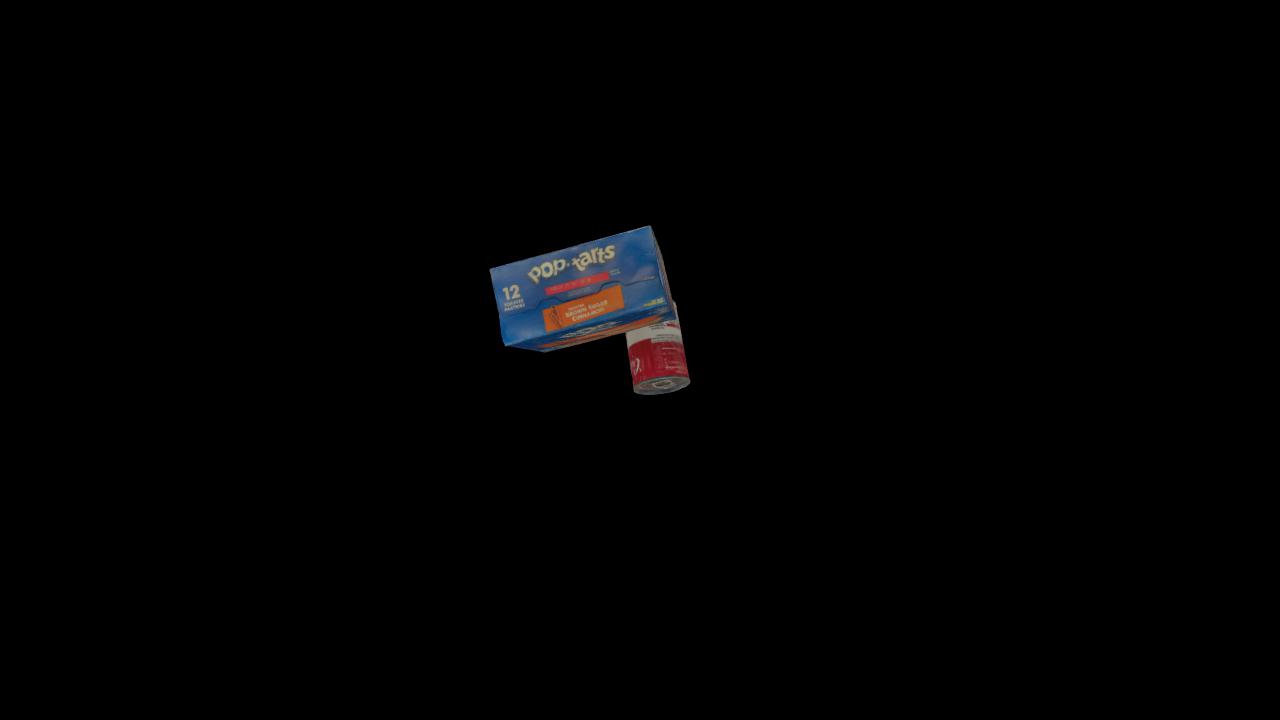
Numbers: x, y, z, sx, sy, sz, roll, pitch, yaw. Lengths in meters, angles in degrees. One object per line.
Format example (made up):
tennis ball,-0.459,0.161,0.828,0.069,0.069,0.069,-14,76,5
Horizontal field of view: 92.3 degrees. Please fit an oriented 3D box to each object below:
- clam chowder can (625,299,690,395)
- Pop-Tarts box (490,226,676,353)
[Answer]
clam chowder can,0.018,-0.017,0.728,0.068,0.102,0.068,-7,-17,-2
Pop-Tarts box,-0.053,-0.068,0.659,0.167,0.083,0.141,-14,-4,6
